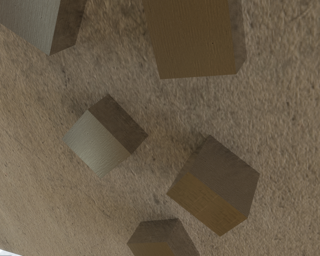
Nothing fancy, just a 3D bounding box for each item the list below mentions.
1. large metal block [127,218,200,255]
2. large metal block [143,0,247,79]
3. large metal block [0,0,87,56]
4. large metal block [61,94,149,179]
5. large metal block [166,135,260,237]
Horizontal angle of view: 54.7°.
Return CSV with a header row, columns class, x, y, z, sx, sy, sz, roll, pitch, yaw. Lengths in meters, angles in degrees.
class,x,y,z,sx,sy,sz,roll,pitch,yaw
large metal block,0.006,0.199,0.509,0.080,0.050,0.080,-17,110,34
large metal block,0.038,-0.097,0.310,0.080,0.050,0.080,1,119,27
large metal block,-0.141,-0.148,0.371,0.080,0.050,0.079,34,129,5
large metal block,-0.078,0.013,0.438,0.080,0.050,0.080,47,129,-5
large metal block,0.067,0.068,0.377,0.080,0.080,0.050,38,129,2
